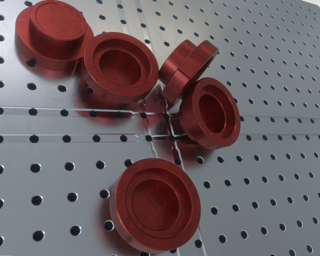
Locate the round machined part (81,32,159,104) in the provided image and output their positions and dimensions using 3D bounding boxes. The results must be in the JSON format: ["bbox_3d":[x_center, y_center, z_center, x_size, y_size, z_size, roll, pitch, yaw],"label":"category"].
[{"bbox_3d":[-0.055,-0.075,0.410,0.099,0.042,0.098,11,61,-20],"label":"round machined part"}]

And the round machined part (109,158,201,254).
[{"bbox_3d":[-0.008,0.086,0.340,0.099,0.042,0.098,13,56,-21],"label":"round machined part"}]

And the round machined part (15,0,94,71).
[{"bbox_3d":[-0.133,-0.126,0.402,0.099,0.042,0.098,13,56,-21],"label":"round machined part"}]

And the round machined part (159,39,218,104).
[{"bbox_3d":[0.033,-0.082,0.429,0.042,0.097,0.098,40,51,4],"label":"round machined part"}]

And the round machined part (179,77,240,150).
[{"bbox_3d":[0.065,-0.017,0.430,0.099,0.042,0.098,17,63,-37],"label":"round machined part"}]
